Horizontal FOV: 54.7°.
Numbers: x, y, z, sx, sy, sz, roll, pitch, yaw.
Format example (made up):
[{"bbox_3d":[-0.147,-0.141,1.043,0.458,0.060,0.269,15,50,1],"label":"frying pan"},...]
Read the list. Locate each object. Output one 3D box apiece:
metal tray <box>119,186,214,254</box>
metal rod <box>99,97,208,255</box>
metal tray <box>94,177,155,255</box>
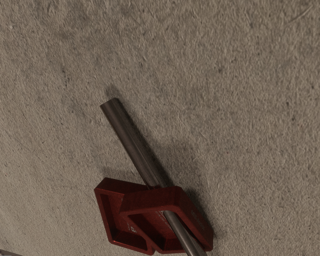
[{"bbox_3d":[0.013,0.137,0.447,0.090,0.030,0.130,-14,130,25],"label":"metal tray"},{"bbox_3d":[0.002,0.093,0.437,0.025,0.025,0.299,-25,98,36],"label":"metal rod"},{"bbox_3d":[-0.053,0.149,0.521,0.090,0.030,0.129,6,121,24],"label":"metal tray"}]
